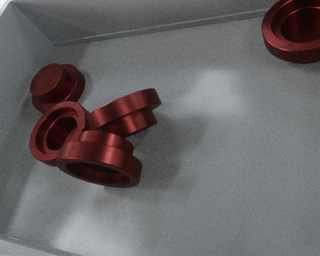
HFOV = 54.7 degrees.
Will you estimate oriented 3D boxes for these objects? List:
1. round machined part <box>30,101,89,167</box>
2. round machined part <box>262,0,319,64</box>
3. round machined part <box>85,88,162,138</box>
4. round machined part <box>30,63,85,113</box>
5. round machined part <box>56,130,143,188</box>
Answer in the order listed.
[{"bbox_3d":[-0.139,0.012,0.458,0.098,0.042,0.098,-13,56,20],"label":"round machined part"},{"bbox_3d":[0.177,-0.117,0.374,0.098,0.042,0.098,-13,56,20],"label":"round machined part"},{"bbox_3d":[-0.042,-0.011,0.399,0.098,0.098,0.042,-24,89,13],"label":"round machined part"},{"bbox_3d":[-0.182,-0.072,0.532,0.098,0.042,0.098,-13,56,20],"label":"round machined part"},{"bbox_3d":[-0.069,0.036,0.371,0.098,0.098,0.042,-3,61,26],"label":"round machined part"}]
